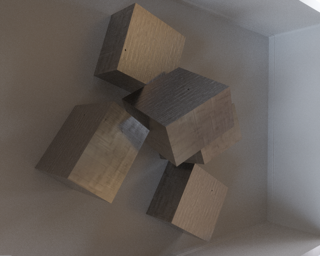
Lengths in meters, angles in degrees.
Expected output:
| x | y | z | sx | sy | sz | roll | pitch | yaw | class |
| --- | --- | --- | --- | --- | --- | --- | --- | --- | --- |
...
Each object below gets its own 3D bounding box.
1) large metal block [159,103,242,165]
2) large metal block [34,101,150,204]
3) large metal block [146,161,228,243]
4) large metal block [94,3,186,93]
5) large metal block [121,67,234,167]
| x | y | z | sx | sy | sz | roll | pitch | yaw | class |
| --- | --- | --- | --- | --- | --- | --- | --- | --- | --- |
| 0.049 | 0.005 | 0.414 | 0.081 | 0.080 | 0.050 | -27 | 107 | -37 | large metal block |
| -0.069 | 0.022 | 0.314 | 0.050 | 0.080 | 0.080 | 41 | 65 | -33 | large metal block |
| 0.040 | 0.100 | 0.426 | 0.080 | 0.050 | 0.080 | 38 | 67 | -34 | large metal block |
| -0.022 | -0.087 | 0.373 | 0.080 | 0.050 | 0.080 | 22 | 76 | -38 | large metal block |
| 0.019 | -0.017 | 0.331 | 0.080 | 0.080 | 0.050 | -32 | 129 | -22 | large metal block |
